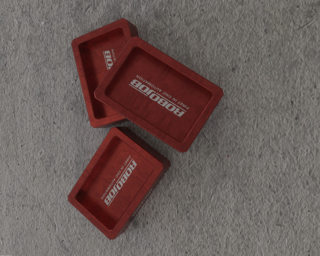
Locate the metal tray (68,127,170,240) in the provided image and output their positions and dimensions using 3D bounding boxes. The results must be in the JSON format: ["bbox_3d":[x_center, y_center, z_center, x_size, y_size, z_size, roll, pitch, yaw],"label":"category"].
[{"bbox_3d":[-0.058,0.074,0.426,0.090,0.030,0.129,37,102,16],"label":"metal tray"}]

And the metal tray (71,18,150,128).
[{"bbox_3d":[-0.064,-0.073,0.428,0.090,0.030,0.129,-16,85,19],"label":"metal tray"}]

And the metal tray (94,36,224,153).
[{"bbox_3d":[-0.001,-0.040,0.380,0.130,0.030,0.090,33,86,3],"label":"metal tray"}]
